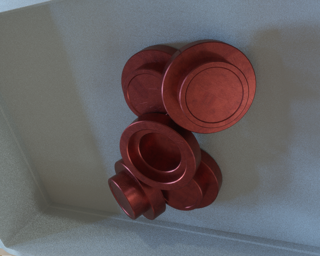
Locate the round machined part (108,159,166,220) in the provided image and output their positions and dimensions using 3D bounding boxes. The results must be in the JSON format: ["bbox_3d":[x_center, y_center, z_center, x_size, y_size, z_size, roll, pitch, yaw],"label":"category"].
[{"bbox_3d":[-0.038,0.091,0.443,0.098,0.042,0.097,43,151,32],"label":"round machined part"}]

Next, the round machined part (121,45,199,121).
[{"bbox_3d":[-0.004,-0.045,0.368,0.098,0.042,0.097,13,124,20],"label":"round machined part"}]

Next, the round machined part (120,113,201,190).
[{"bbox_3d":[0.004,0.025,0.380,0.098,0.042,0.097,13,124,20],"label":"round machined part"}]

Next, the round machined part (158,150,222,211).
[{"bbox_3d":[0.032,0.074,0.423,0.098,0.042,0.097,13,124,20],"label":"round machined part"}]

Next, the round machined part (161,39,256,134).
[{"bbox_3d":[0.051,-0.039,0.317,0.099,0.042,0.097,-2,112,-5],"label":"round machined part"}]
